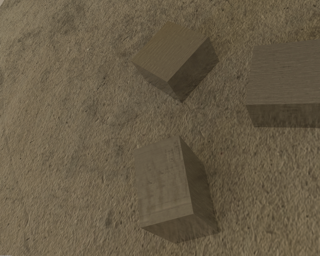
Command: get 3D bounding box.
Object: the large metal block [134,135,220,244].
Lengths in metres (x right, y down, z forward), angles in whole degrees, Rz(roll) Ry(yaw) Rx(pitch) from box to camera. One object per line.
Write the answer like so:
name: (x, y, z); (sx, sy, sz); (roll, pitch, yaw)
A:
large metal block: (0.017, 0.066, 0.319); (0.050, 0.080, 0.080); (-20, 54, 17)

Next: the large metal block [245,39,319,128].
large metal block: (0.145, -0.047, 0.341); (0.080, 0.050, 0.080); (1, 62, 28)

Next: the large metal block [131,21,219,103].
large metal block: (0.021, -0.094, 0.435); (0.080, 0.050, 0.080); (-48, 51, -6)
